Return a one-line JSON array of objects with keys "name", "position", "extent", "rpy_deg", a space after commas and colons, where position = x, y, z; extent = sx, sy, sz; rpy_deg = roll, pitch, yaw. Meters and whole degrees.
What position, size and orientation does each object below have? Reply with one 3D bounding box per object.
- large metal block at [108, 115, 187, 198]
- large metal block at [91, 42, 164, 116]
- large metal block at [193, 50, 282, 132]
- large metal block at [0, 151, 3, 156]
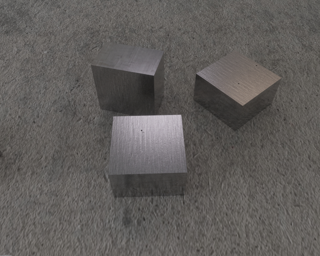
[{"name": "large metal block", "position": [-0.014, 0.032, 0.360], "extent": [0.081, 0.050, 0.080], "rpy_deg": [-1, 50, -1]}, {"name": "large metal block", "position": [-0.040, -0.063, 0.420], "extent": [0.080, 0.080, 0.050], "rpy_deg": [11, 51, 9]}, {"name": "large metal block", "position": [0.105, -0.054, 0.433], "extent": [0.080, 0.050, 0.080], "rpy_deg": [-33, 58, -25]}, {"name": "large metal block", "position": [-0.245, 0.015, 0.353], "extent": [0.080, 0.080, 0.050], "rpy_deg": [16, 52, 13]}]
